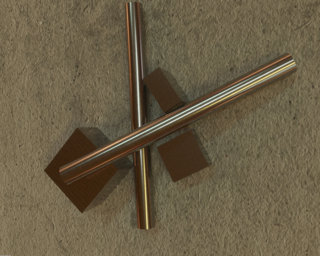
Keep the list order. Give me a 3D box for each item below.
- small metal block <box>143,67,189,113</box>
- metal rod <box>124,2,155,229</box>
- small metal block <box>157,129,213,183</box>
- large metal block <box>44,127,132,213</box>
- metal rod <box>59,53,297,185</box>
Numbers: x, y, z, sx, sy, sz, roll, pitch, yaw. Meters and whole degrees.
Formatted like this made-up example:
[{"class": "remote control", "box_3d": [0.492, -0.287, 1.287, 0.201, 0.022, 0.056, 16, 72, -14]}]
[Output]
[{"class": "small metal block", "box_3d": [0.011, -0.045, 0.391, 0.025, 0.050, 0.050, -35, 79, 16]}, {"class": "metal rod", "box_3d": [-0.027, -0.017, 0.417, 0.025, 0.025, 0.298, -4, 89, 19]}, {"class": "small metal block", "box_3d": [0.032, 0.035, 0.397, 0.050, 0.025, 0.050, -29, 81, 17]}, {"class": "large metal block", "box_3d": [-0.097, 0.055, 0.429, 0.080, 0.050, 0.080, 43, 103, 14]}, {"class": "metal rod", "box_3d": [0.017, -0.008, 0.370, 0.301, 0.025, 0.025, -27, 81, 5]}]
